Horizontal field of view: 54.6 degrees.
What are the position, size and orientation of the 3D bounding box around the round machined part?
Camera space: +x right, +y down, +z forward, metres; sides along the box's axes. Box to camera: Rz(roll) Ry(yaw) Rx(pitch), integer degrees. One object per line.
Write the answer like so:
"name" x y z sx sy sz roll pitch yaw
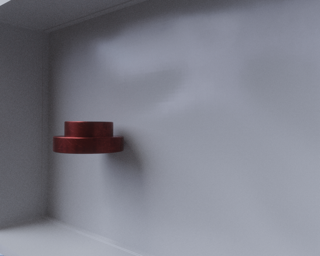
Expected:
"round machined part" -0.102 0.011 0.445 0.098 0.099 0.042 1 91 40
